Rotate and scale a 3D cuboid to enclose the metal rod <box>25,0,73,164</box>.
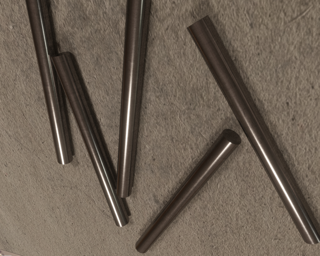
[{"bbox_3d":[-0.157,-0.073,0.442,0.025,0.025,0.298,14,124,20],"label":"metal rod"}]

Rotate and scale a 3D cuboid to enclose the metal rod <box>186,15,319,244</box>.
[{"bbox_3d":[0.115,0.014,0.353,0.025,0.025,0.299,-22,107,36],"label":"metal rod"}]

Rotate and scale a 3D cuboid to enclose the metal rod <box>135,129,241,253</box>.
[{"bbox_3d":[0.027,0.111,0.459,0.025,0.025,0.298,34,129,5],"label":"metal rod"}]

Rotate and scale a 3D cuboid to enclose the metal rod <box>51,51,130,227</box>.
[{"bbox_3d":[-0.099,0.032,0.476,0.025,0.025,0.298,0,119,28],"label":"metal rod"}]

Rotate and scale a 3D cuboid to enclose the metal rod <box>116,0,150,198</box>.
[{"bbox_3d":[-0.041,-0.018,0.415,0.025,0.025,0.298,20,126,16],"label":"metal rod"}]
